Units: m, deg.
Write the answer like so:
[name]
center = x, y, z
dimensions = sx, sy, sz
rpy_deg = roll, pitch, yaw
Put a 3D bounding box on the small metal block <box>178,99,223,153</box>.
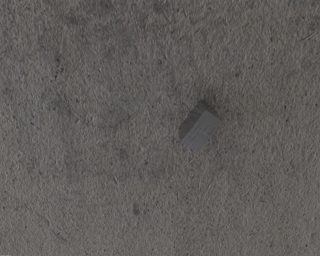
[small metal block]
center = 0.050, -0.004, 0.395
dimensions = 0.025, 0.050, 0.050
rpy_deg = 33, 107, -11
